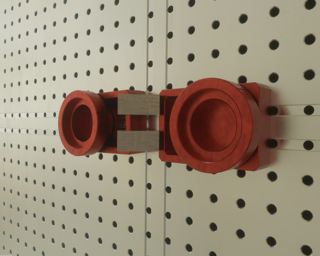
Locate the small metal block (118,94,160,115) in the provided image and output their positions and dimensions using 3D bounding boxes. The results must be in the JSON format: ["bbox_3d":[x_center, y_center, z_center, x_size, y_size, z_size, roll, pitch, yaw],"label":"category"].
[{"bbox_3d":[-0.028,-0.029,0.398,0.050,0.050,0.025,-172,82,-84],"label":"small metal block"}]

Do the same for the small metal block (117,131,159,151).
[{"bbox_3d":[-0.028,0.015,0.397,0.050,0.050,0.025,-172,82,-84],"label":"small metal block"}]

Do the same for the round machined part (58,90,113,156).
[{"bbox_3d":[-0.110,-0.007,0.473,0.098,0.042,0.097,0,90,40],"label":"round machined part"}]

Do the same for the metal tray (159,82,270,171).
[{"bbox_3d":[0.058,-0.002,0.359,0.130,0.030,0.089,1,91,40],"label":"metal tray"}]

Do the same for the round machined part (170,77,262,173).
[{"bbox_3d":[0.061,-0.003,0.331,0.098,0.042,0.097,0,90,40],"label":"round machined part"}]

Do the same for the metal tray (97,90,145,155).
[{"bbox_3d":[-0.081,-0.008,0.474,0.130,0.030,0.089,-1,92,40],"label":"metal tray"}]
